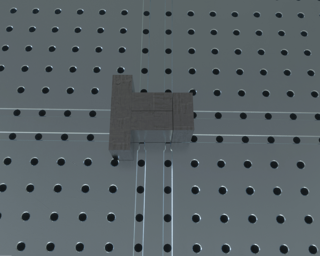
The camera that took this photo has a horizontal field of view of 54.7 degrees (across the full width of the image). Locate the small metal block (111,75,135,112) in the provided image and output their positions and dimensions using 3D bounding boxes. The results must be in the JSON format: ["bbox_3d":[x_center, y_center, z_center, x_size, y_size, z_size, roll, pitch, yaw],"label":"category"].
[{"bbox_3d":[-0.048,-0.036,0.410,0.025,0.050,0.050,0,70,0],"label":"small metal block"}]

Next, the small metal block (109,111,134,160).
[{"bbox_3d":[-0.048,0.011,0.393,0.025,0.050,0.050,0,70,0],"label":"small metal block"}]

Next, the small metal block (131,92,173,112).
[{"bbox_3d":[-0.010,-0.024,0.406,0.050,0.050,0.025,0,70,-1],"label":"small metal block"}]

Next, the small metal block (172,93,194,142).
[{"bbox_3d":[0.028,-0.013,0.403,0.025,0.050,0.050,0,70,0],"label":"small metal block"}]

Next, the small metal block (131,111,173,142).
[{"bbox_3d":[-0.010,-0.001,0.398,0.050,0.050,0.025,0,70,-1],"label":"small metal block"}]
